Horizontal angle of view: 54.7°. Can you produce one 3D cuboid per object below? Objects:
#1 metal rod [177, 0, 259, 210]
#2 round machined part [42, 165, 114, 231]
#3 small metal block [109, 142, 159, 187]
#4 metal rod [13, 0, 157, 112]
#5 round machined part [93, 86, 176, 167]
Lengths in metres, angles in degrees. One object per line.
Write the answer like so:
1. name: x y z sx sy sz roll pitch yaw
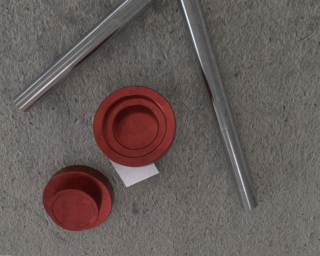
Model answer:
1. metal rod: 0.081 -0.021 0.403 0.025 0.025 0.299 -19 109 6
2. round machined part: -0.117 0.106 0.439 0.099 0.042 0.097 0 110 0
3. small metal block: -0.035 0.046 0.426 0.050 0.025 0.050 -25 108 9
4. metal rod: -0.060 -0.119 0.365 0.300 0.025 0.025 -37 106 12
5. round machined part: -0.029 0.000 0.386 0.099 0.042 0.098 -1 80 4
